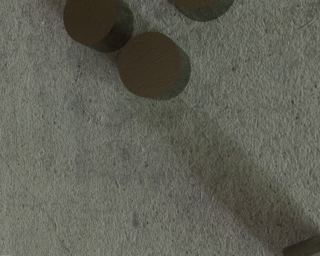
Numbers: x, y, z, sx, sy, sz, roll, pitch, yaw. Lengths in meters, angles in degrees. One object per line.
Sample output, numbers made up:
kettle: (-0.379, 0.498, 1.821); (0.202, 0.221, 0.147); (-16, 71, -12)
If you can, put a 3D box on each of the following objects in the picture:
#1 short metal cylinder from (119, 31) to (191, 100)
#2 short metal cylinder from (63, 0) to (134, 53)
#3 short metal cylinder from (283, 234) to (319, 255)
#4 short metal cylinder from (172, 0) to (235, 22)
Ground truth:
short metal cylinder: (-0.005, -0.077, 0.398); (0.080, 0.050, 0.080); (0, 90, 20)
short metal cylinder: (-0.083, -0.149, 0.425); (0.080, 0.050, 0.080); (0, 90, 20)
short metal cylinder: (0.171, 0.155, 0.319); (0.050, 0.080, 0.080); (-30, 80, 18)
short metal cylinder: (0.051, -0.177, 0.378); (0.080, 0.050, 0.080); (0, 90, 20)
